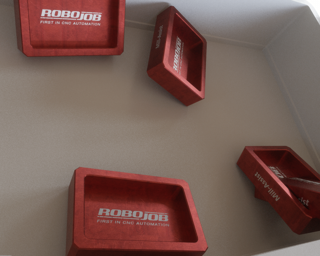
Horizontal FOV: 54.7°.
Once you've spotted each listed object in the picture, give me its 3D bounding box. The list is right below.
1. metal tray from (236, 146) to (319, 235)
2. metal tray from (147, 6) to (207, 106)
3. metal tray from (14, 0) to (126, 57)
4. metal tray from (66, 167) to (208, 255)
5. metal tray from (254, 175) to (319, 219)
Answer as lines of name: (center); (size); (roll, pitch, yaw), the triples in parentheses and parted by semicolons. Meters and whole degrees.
metal tray: (0.176, 0.075, 0.413); (0.091, 0.030, 0.130); (2, 34, -27)
metal tray: (0.030, -0.108, 0.463); (0.090, 0.030, 0.130); (34, 48, -34)
metal tray: (-0.109, -0.138, 0.390); (0.131, 0.089, 0.030); (-10, 26, -32)
metal tray: (-0.025, 0.090, 0.315); (0.131, 0.030, 0.090); (11, 37, -22)
metal tray: (0.199, 0.086, 0.395); (0.091, 0.130, 0.030); (2, 92, -27)
